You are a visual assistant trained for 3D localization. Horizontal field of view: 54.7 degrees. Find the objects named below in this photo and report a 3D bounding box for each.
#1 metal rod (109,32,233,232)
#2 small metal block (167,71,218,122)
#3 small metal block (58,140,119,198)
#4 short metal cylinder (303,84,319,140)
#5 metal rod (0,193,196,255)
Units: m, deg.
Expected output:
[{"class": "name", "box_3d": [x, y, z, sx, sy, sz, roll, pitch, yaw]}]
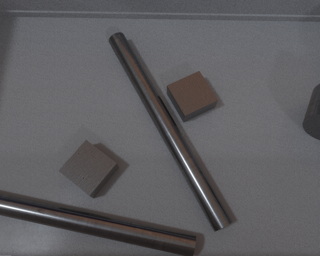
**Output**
[{"class": "metal rod", "box_3d": [0.006, -0.008, 0.412, 0.025, 0.025, 0.299, -26, 72, -9]}, {"class": "small metal block", "box_3d": [0.043, -0.043, 0.426, 0.050, 0.025, 0.050, -26, 72, -10]}, {"class": "small metal block", "box_3d": [-0.088, 0.052, 0.390, 0.050, 0.025, 0.050, 36, 74, 12]}, {"class": "short metal cylinder", "box_3d": [0.229, -0.017, 0.390, 0.080, 0.080, 0.050, 23, 72, 8]}, {"class": "metal rod", "box_3d": [-0.108, 0.108, 0.368, 0.302, 0.025, 0.025, 11, 70, 3]}]
